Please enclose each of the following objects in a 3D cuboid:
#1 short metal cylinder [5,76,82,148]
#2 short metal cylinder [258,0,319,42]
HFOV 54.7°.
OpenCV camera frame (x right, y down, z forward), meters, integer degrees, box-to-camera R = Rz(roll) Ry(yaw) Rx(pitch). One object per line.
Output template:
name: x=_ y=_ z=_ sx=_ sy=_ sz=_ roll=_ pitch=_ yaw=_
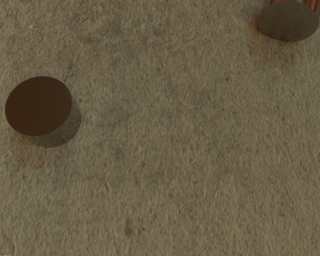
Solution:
short metal cylinder: x=-0.148 y=-0.019 z=0.400 sx=0.081 sy=0.050 sz=0.080 roll=0 pitch=70 yaw=0
short metal cylinder: x=0.188 y=-0.170 z=0.443 sx=0.080 sy=0.080 sz=0.050 roll=20 pitch=71 yaw=7
